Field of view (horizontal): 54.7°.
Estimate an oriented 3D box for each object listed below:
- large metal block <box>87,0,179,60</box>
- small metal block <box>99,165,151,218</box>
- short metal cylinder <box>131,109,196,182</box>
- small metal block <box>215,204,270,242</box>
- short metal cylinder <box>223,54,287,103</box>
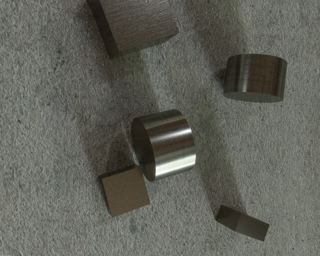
[{"bbox_3d":[-0.034,-0.139,0.384,0.081,0.050,0.080,-23,98,-19],"label":"large metal block"},{"bbox_3d":[-0.045,0.078,0.393,0.050,0.025,0.050,-16,96,-20],"label":"small metal block"},{"bbox_3d":[0.002,0.021,0.382,0.050,0.080,0.080,-14,95,-20],"label":"short metal cylinder"},{"bbox_3d":[0.116,0.135,0.441,0.050,0.050,0.025,25,82,-19],"label":"small metal block"},{"bbox_3d":[0.131,-0.067,0.430,0.081,0.080,0.050,8,87,-20],"label":"short metal cylinder"}]
